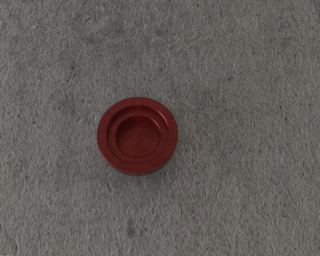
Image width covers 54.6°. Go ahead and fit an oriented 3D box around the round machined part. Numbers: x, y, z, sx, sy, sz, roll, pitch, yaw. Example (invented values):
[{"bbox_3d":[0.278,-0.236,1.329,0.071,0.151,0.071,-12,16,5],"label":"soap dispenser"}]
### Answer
[{"bbox_3d":[-0.027,0.013,0.394,0.099,0.042,0.098,0,70,0],"label":"round machined part"}]
